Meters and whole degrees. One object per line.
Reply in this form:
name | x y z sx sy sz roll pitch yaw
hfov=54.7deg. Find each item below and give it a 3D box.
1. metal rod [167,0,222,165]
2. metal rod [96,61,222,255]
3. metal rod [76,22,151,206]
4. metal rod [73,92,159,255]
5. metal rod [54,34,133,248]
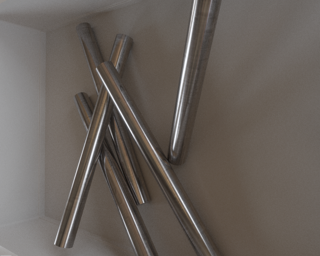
metal rod | 0.036 -0.075 0.295 0.025 0.025 0.298 39 139 32
metal rod | -0.002 0.044 0.382 0.025 0.025 0.299 -39 74 33
metal rod | -0.075 -0.030 0.465 0.025 0.025 0.299 -32 70 35
metal rod | -0.068 0.060 0.433 0.025 0.025 0.299 -50 53 28
metal rod | -0.090 0.013 0.430 0.025 0.025 0.299 10 81 39
